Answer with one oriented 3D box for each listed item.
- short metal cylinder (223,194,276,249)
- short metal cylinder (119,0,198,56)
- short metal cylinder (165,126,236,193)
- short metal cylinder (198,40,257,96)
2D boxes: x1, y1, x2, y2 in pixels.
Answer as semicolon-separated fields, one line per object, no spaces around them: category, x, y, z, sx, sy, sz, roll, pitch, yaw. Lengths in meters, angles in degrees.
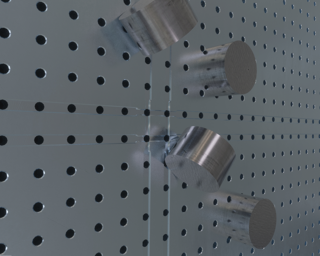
short metal cylinder;0.151;0.154;0.519;0.081;0.050;0.079;0;90;-40
short metal cylinder;-0.002;-0.131;0.371;0.080;0.080;0.050;-51;120;-28
short metal cylinder;0.054;0.043;0.419;0.080;0.080;0.050;51;60;-28
short metal cylinder;0.106;-0.090;0.481;0.081;0.050;0.079;0;90;-40
